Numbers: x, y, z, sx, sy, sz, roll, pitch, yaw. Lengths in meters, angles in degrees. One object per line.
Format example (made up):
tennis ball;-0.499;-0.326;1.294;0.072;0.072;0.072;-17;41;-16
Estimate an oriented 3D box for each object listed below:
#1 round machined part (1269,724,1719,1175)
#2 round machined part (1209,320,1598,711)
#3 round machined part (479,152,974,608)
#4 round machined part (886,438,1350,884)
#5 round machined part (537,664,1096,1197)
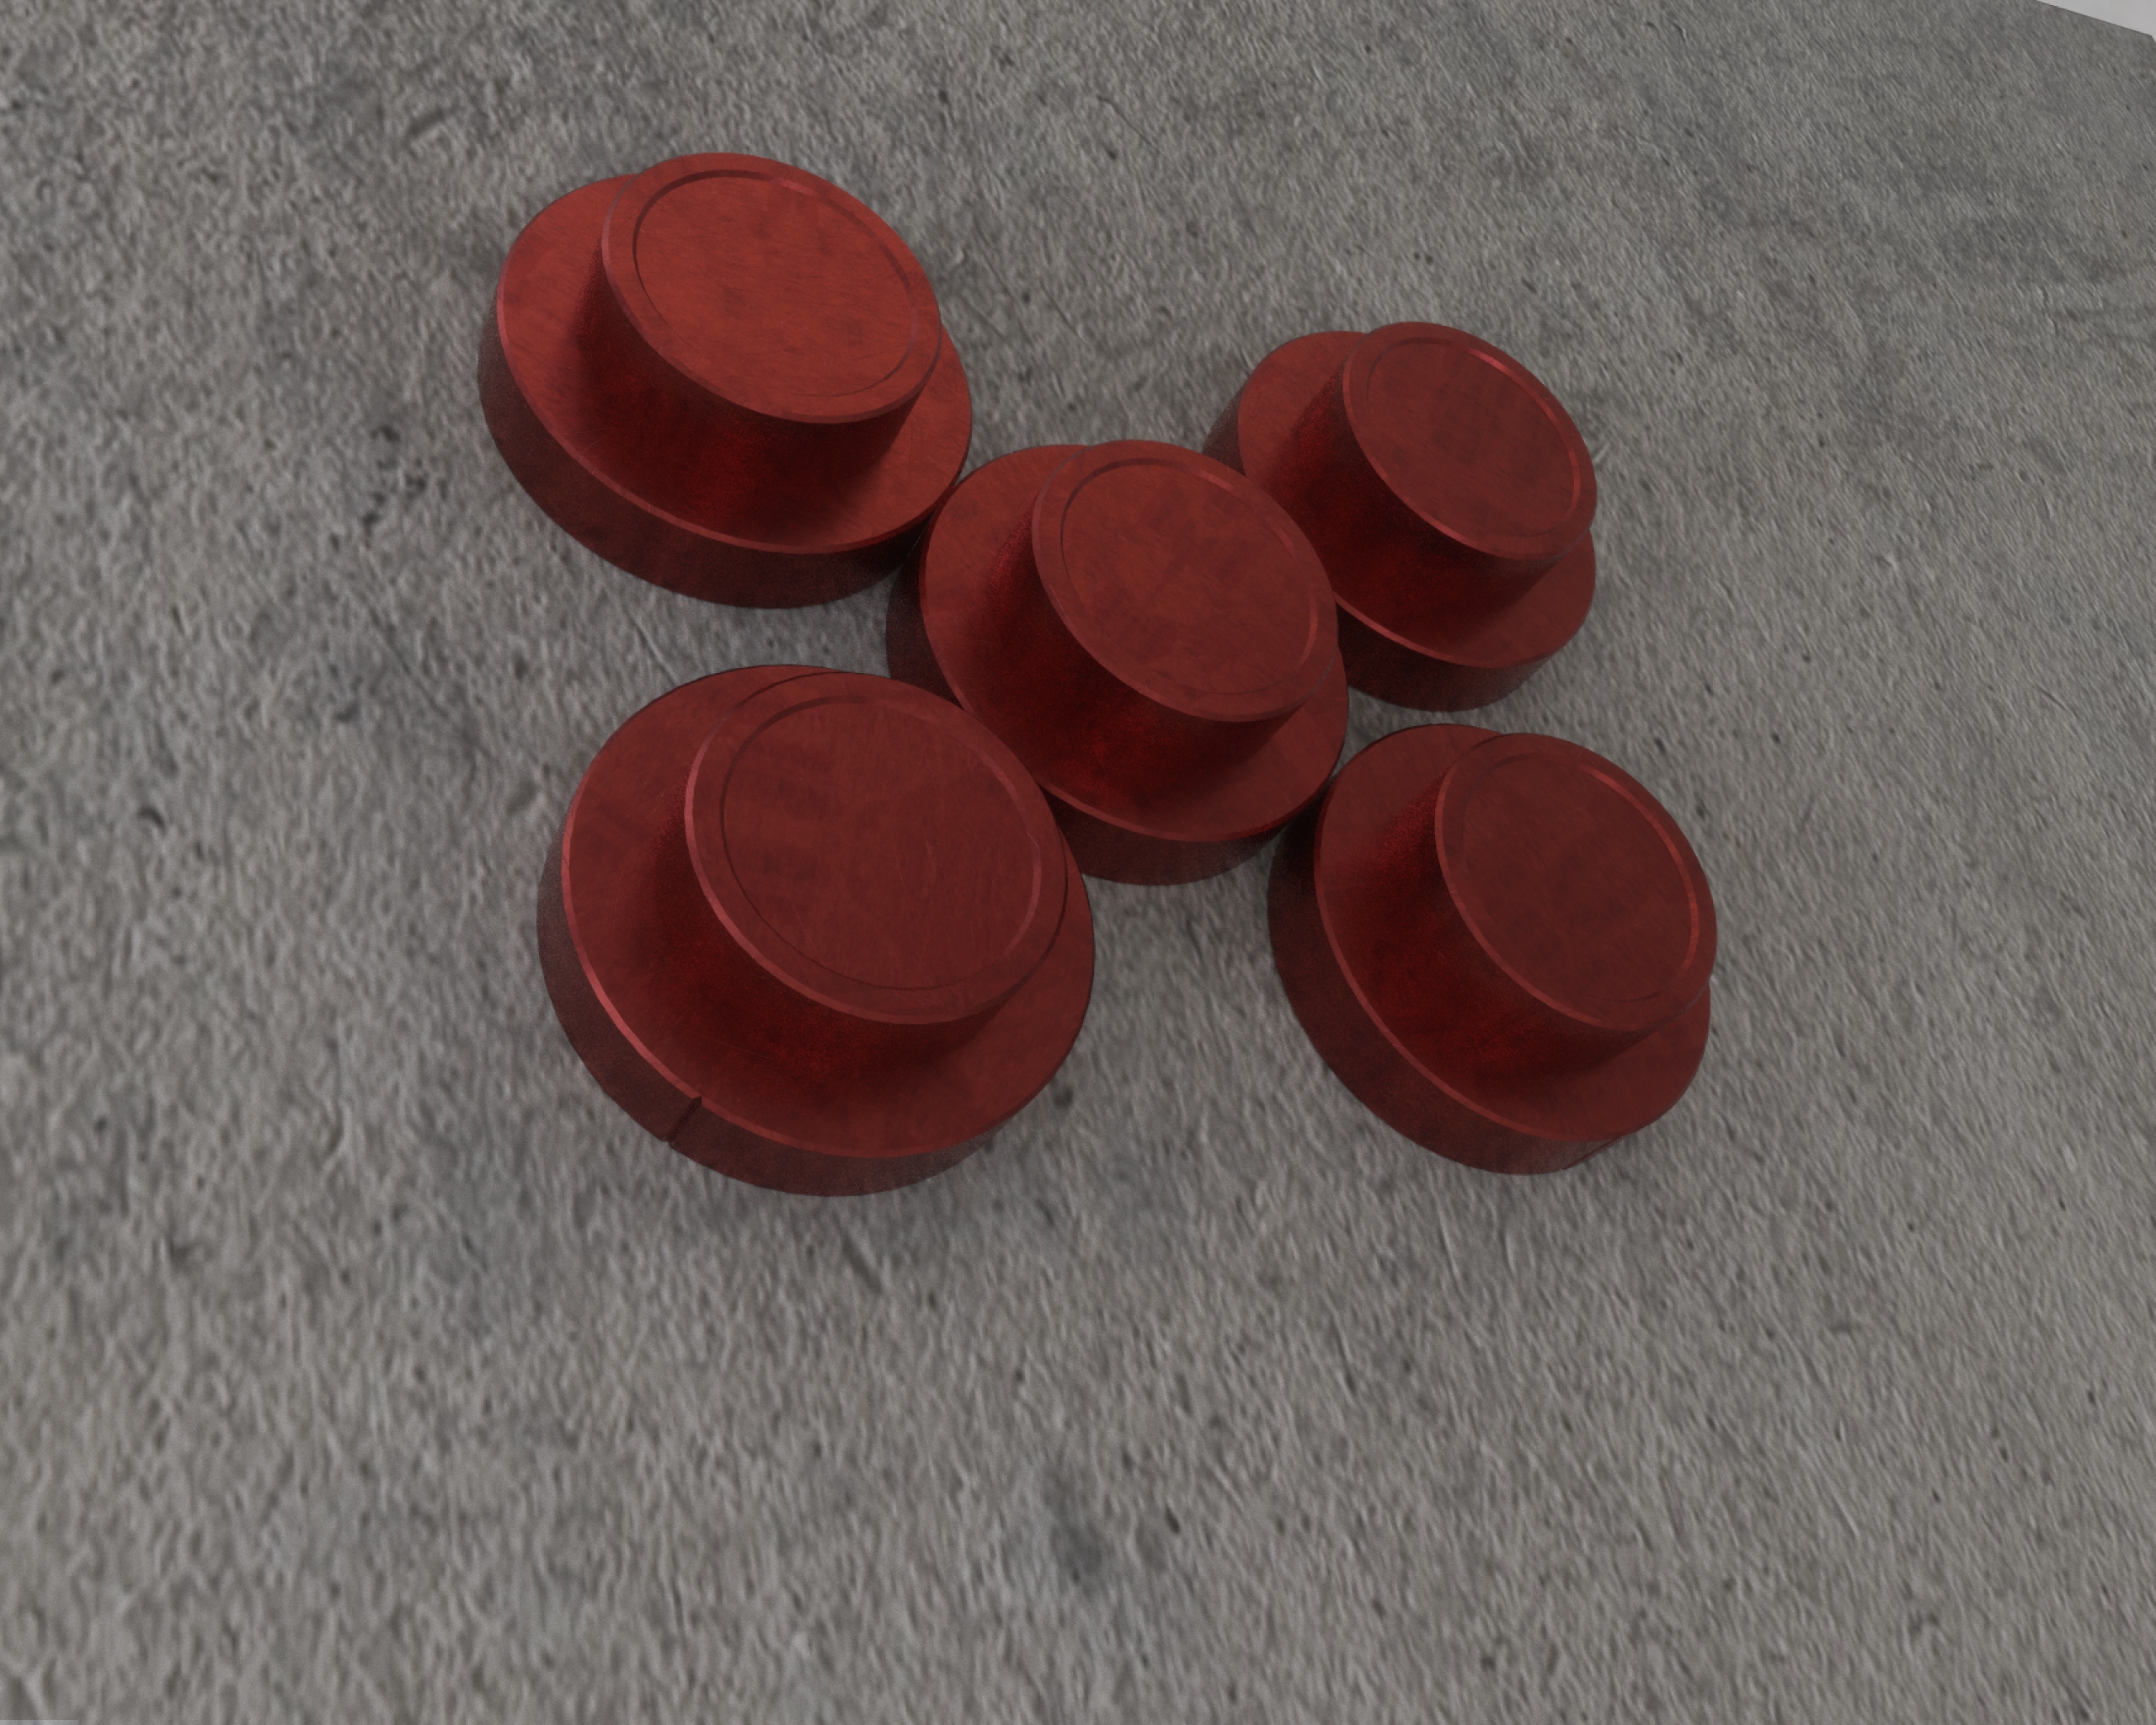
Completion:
round machined part;0.093;0.012;0.435;0.099;0.042;0.098;14;56;-21
round machined part;0.082;-0.088;0.490;0.099;0.042;0.098;14;56;-21
round machined part;-0.066;-0.103;0.420;0.099;0.042;0.098;13;56;-21
round machined part;0.014;-0.048;0.429;0.099;0.042;0.098;14;56;-21
round machined part;-0.041;0.006;0.367;0.099;0.042;0.098;14;56;-21
